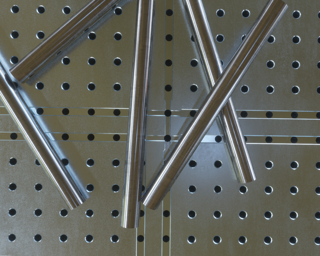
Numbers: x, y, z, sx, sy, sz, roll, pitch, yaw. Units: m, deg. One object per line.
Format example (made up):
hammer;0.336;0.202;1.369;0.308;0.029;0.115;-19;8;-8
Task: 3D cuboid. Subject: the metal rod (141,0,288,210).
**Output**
metal rod;0.064;-0.024;0.392;0.025;0.025;0.299;32;98;-1

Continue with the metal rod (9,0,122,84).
metal rod;-0.076;-0.166;0.412;0.300;0.025;0.025;-41;91;-1

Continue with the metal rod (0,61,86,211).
metal rod;-0.188;-0.024;0.410;0.025;0.025;0.299;-32;90;0

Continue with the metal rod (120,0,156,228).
metal rod;-0.029;-0.019;0.412;0.025;0.025;0.298;4;90;-1

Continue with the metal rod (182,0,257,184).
metal rod;0.073;-0.072;0.414;0.025;0.025;0.298;-17;90;0
